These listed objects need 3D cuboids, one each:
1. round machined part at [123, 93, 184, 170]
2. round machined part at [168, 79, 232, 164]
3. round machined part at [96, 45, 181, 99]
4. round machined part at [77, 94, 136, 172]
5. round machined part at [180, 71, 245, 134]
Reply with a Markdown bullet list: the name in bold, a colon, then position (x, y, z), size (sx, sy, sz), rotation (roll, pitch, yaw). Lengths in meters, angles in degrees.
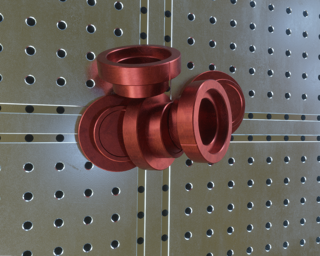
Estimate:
- **round machined part**: position (0.002, 0.003, 0.380), size (0.099, 0.042, 0.097), rotation (8, 80, -57)
- **round machined part**: position (0.046, -0.007, 0.371), size (0.099, 0.042, 0.097), rotation (2, 87, -53)
- **round machined part**: position (-0.024, -0.067, 0.371), size (0.099, 0.098, 0.042), rotation (-13, 120, -20)
- **round machined part**: position (-0.051, 0.006, 0.386), size (0.099, 0.042, 0.097), rotation (0, 90, -21)
- **round machined part**: position (0.079, -0.032, 0.434), size (0.099, 0.042, 0.097), rotation (0, 90, -21)
